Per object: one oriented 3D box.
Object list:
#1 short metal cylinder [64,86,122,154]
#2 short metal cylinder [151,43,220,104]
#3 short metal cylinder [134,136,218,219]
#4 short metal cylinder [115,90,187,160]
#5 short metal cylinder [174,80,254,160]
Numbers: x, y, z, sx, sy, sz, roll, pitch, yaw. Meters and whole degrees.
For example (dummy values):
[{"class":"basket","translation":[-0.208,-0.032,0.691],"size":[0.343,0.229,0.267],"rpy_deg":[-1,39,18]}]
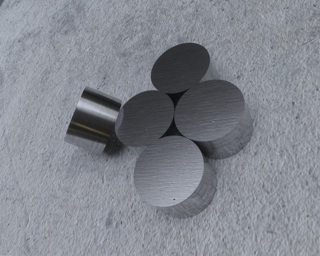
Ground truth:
[{"class":"short metal cylinder","translation":[-0.090,-0.010,0.416],"size":[0.080,0.050,0.080],"rpy_deg":[-157,89,-78]},{"class":"short metal cylinder","translation":[0.035,-0.065,0.411],"size":[0.080,0.050,0.080],"rpy_deg":[-13,56,21]},{"class":"short metal cylinder","translation":[0.018,0.055,0.346],"size":[0.080,0.050,0.080],"rpy_deg":[-13,56,21]},{"class":"short metal cylinder","translation":[-0.009,-0.001,0.395],"size":[0.080,0.050,0.080],"rpy_deg":[-13,56,21]},{"class":"short metal cylinder","translation":[0.064,-0.009,0.362],"size":[0.080,0.050,0.080],"rpy_deg":[-13,56,21]}]
